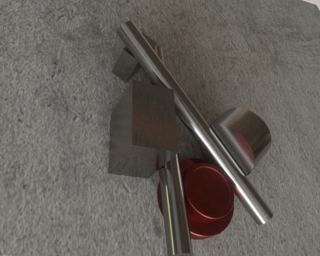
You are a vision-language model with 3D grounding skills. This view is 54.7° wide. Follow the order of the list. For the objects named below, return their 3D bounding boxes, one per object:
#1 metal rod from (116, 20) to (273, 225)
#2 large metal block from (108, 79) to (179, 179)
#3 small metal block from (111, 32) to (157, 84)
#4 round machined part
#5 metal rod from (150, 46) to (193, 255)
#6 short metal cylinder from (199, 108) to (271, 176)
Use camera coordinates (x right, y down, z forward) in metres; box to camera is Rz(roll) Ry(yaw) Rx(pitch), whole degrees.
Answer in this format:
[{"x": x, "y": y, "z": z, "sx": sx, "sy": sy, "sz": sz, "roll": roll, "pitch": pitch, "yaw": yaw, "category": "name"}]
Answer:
[{"x": 0.045, "y": -0.006, "z": 0.390, "sx": 0.025, "sy": 0.025, "sz": 0.299, "roll": -38, "pitch": 92, "yaw": -39, "category": "metal rod"}, {"x": -0.022, "y": 0.005, "z": 0.357, "sx": 0.050, "sy": 0.080, "sz": 0.080, "roll": 11, "pitch": 57, "yaw": -23, "category": "large metal block"}, {"x": -0.036, "y": -0.097, "z": 0.430, "sx": 0.025, "sy": 0.050, "sz": 0.050, "roll": 39, "pitch": 51, "yaw": -3, "category": "small metal block"}, {"x": 0.050, "y": 0.081, "z": 0.374, "sx": 0.099, "sy": 0.042, "sz": 0.098, "roll": 14, "pitch": 56, "yaw": -21, "category": "round machined part"}, {"x": 0.007, "y": 0.004, "z": 0.388, "sx": 0.025, "sy": 0.025, "sz": 0.299, "roll": 11, "pitch": 51, "yaw": -23, "category": "metal rod"}, {"x": 0.100, "y": 0.020, "z": 0.414, "sx": 0.080, "sy": 0.080, "sz": 0.050, "roll": 49, "pitch": 51, "yaw": 5, "category": "short metal cylinder"}]
